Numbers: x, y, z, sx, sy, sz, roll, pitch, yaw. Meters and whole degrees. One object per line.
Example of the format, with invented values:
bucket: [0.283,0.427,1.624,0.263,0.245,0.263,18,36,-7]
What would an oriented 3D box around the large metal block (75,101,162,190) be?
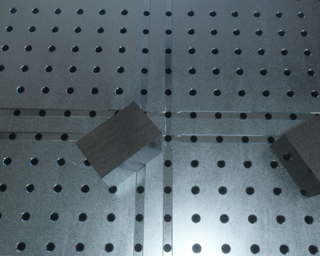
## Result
large metal block: [-0.045,0.024,0.373,0.080,0.080,0.050,-37,75,-13]

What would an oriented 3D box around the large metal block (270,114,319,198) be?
large metal block: [0.204,0.030,0.390,0.080,0.050,0.080,-27,73,-10]
